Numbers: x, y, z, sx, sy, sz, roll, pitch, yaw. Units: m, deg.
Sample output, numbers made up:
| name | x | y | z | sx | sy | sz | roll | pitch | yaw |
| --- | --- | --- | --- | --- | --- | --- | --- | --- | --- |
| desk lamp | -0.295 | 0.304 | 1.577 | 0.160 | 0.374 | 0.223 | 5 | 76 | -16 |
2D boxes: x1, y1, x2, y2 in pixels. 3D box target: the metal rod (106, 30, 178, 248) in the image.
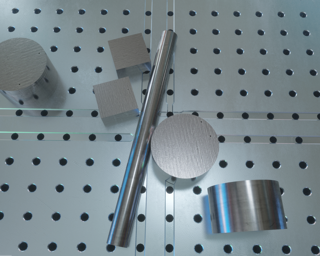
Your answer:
| name | x | y | z | sx | sy | sz | roll | pitch | yaw |
| --- | --- | --- | --- | --- | --- | --- | --- | --- | --- |
| metal rod | -0.018 | 0.000 | 0.411 | 0.025 | 0.025 | 0.299 | 12 | 70 | 4 |

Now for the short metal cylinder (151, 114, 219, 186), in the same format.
| name | x | y | z | sx | sy | sz | roll | pitch | yaw |
| --- | --- | --- | --- | --- | --- | --- | --- | --- | --- |
| short metal cylinder | 0.029 | 0.028 | 0.388 | 0.081 | 0.050 | 0.080 | 0 | 70 | 0 |

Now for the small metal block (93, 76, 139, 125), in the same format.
| name | x | y | z | sx | sy | sz | roll | pitch | yaw |
| --- | --- | --- | --- | --- | --- | --- | --- | --- | --- |
| small metal block | -0.060 | -0.037 | 0.425 | 0.050 | 0.025 | 0.050 | -16 | 71 | -6 |

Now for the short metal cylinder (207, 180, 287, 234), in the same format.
| name | x | y | z | sx | sy | sz | roll | pitch | yaw |
| --- | --- | --- | --- | --- | --- | --- | --- | --- | --- |
| short metal cylinder | 0.097 | 0.091 | 0.350 | 0.081 | 0.080 | 0.050 | -3 | 70 | -1 |

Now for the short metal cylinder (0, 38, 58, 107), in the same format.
| name | x | y | z | sx | sy | sz | roll | pitch | yaw |
| --- | --- | --- | --- | --- | --- | --- | --- | --- | --- |
| short metal cylinder | -0.188 | -0.075 | 0.425 | 0.081 | 0.050 | 0.080 | 0 | 70 | 0 |

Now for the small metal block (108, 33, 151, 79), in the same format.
| name | x | y | z | sx | sy | sz | roll | pitch | yaw |
| --- | --- | --- | --- | --- | --- | --- | --- | --- | --- |
| small metal block | -0.044 | -0.105 | 0.450 | 0.050 | 0.025 | 0.050 | -16 | 71 | -6 |
